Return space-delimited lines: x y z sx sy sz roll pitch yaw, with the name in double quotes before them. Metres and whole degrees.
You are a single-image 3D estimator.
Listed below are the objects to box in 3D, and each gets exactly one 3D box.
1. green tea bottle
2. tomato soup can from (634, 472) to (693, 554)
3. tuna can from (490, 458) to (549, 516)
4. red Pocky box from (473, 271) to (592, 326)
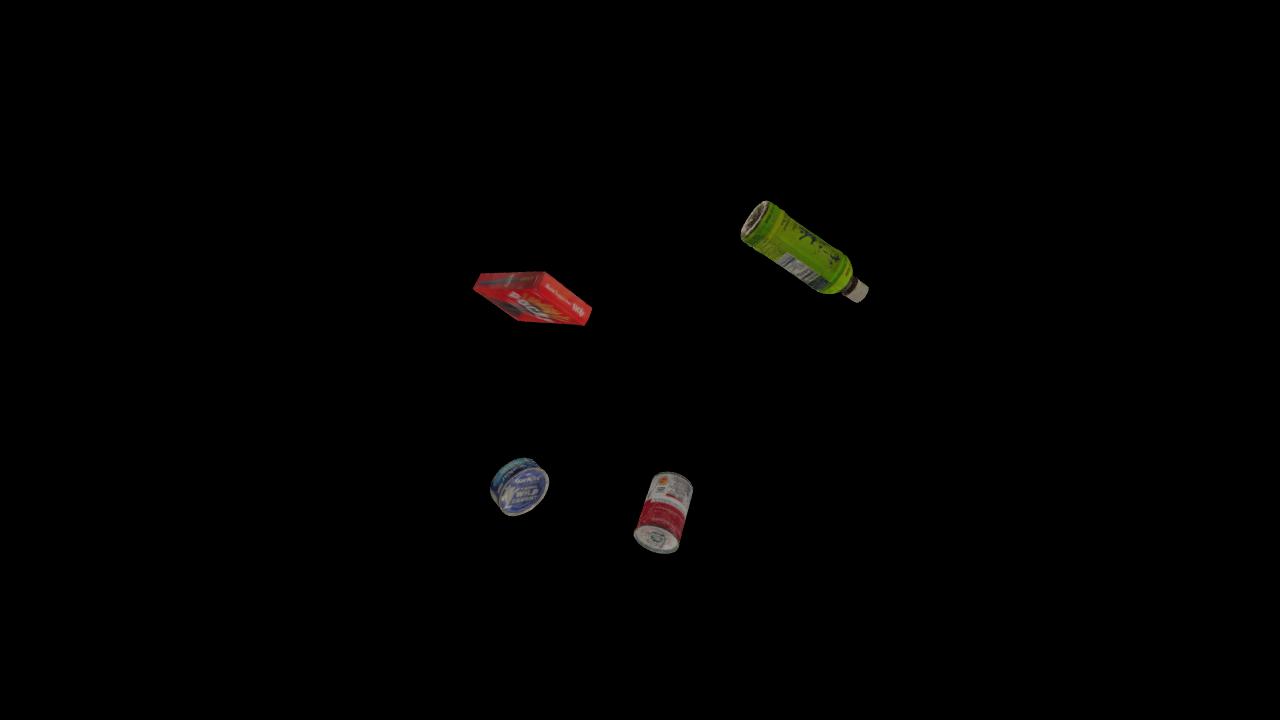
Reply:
"green tea bottle" 0.251 -0.152 0.918 0.212 0.073 0.073 33 -9 -14
"tomato soup can" 0.037 0.224 0.912 0.068 0.068 0.101 0 40 21
"tuna can" -0.179 0.188 0.917 0.084 0.084 0.034 0 26 -44
"red Pocky box" -0.136 -0.076 0.759 0.155 0.028 0.083 7 -24 48
